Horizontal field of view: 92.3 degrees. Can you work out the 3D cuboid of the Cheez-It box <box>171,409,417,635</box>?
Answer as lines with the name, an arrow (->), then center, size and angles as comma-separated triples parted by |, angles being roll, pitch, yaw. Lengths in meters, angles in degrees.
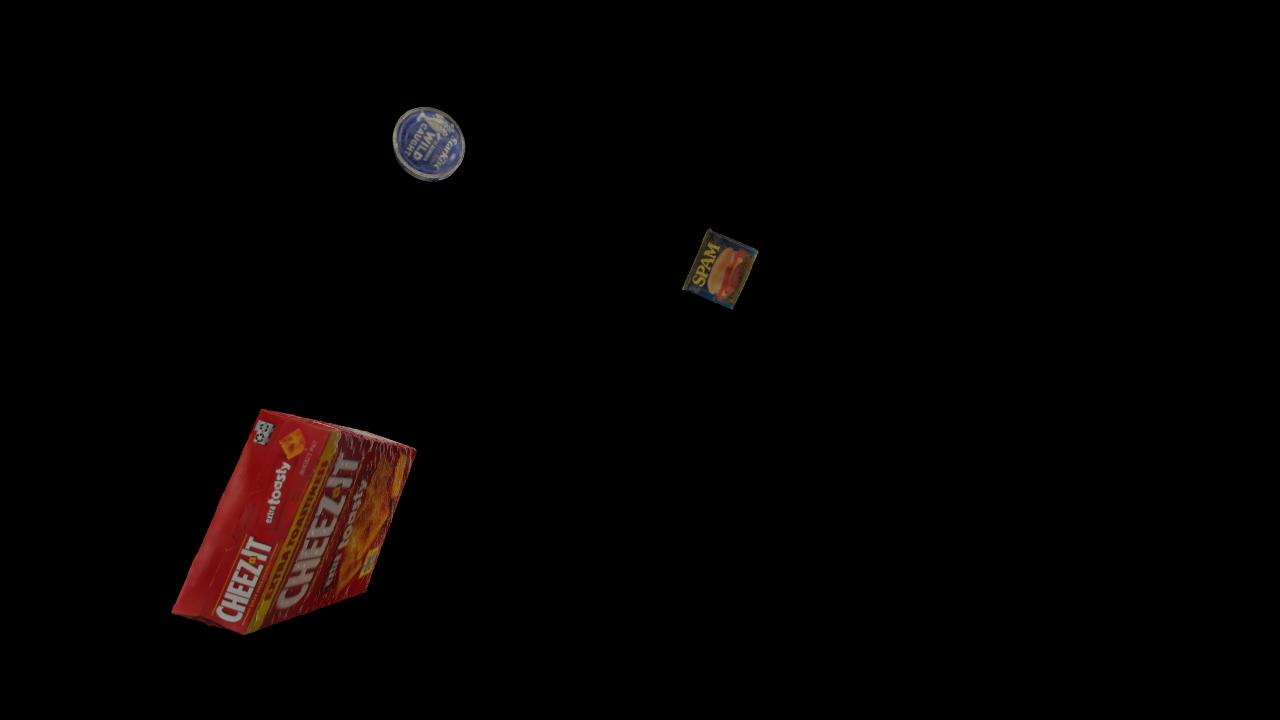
Cheez-It box -> -0.302, 0.144, 0.580 | 0.071, 0.166, 0.223 | 16, -13, 2

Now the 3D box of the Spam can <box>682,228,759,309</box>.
Spam can -> 0.124, -0.139, 0.949 | 0.085, 0.101, 0.058 | 24, 21, 3

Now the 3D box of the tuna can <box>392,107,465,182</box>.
tuna can -> -0.261, -0.264, 0.760 | 0.084, 0.084, 0.034 | 0, 6, -23
